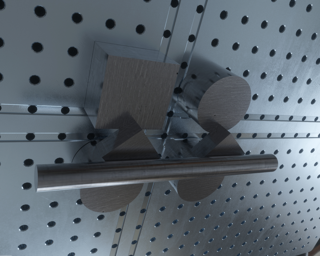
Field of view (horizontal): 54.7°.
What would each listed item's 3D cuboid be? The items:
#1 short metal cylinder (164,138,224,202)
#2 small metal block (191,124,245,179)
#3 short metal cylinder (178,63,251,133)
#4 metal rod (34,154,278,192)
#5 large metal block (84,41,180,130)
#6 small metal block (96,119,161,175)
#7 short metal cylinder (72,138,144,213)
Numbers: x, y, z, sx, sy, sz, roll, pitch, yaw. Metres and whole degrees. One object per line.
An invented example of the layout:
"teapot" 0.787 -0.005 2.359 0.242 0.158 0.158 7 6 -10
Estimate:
"short metal cylinder" 0.050 0.062 0.460 0.081 0.050 0.079 -14 124 -21
"small metal block" 0.077 0.031 0.408 0.050 0.025 0.050 -42 130 1
"short metal cylinder" 0.072 -0.040 0.409 0.081 0.050 0.079 -14 124 -21
"metal rod" 0.020 0.047 0.353 0.303 0.025 0.025 1 118 -29
"large metal block" -0.034 -0.045 0.348 0.081 0.050 0.079 1 118 -29
"small metal block" -0.034 0.027 0.344 0.050 0.025 0.050 -35 129 -6
"short metal cylinder" -0.067 0.060 0.394 0.081 0.050 0.079 -14 124 -21
